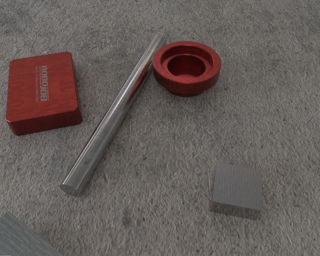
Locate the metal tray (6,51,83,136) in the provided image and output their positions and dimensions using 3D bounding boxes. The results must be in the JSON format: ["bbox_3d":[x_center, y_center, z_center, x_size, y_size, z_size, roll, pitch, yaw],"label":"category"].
[{"bbox_3d":[-0.165,-0.054,0.444,0.091,0.030,0.130,-12,51,-10],"label":"metal tray"}]

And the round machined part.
[{"bbox_3d":[0.039,-0.084,0.463,0.099,0.042,0.098,0,50,0],"label":"round machined part"}]

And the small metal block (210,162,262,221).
[{"bbox_3d":[0.085,0.070,0.345,0.050,0.025,0.050,10,51,8],"label":"small metal block"}]

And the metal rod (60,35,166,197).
[{"bbox_3d":[-0.051,-0.039,0.435,0.025,0.025,0.301,15,51,12],"label":"metal rod"}]

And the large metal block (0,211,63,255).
[{"bbox_3d":[-0.132,0.136,0.272,0.080,0.050,0.080,28,55,21],"label":"large metal block"}]
